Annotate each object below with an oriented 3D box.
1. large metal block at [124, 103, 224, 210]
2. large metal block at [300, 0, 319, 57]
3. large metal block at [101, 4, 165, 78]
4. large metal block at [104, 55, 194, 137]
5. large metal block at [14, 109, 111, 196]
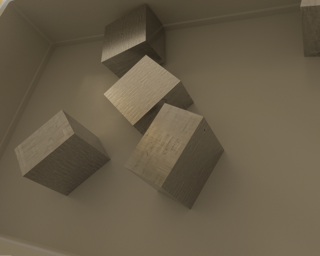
[{"bbox_3d":[0.020,0.032,0.339,0.050,0.080,0.080,23,74,36],"label":"large metal block"},{"bbox_3d":[0.196,-0.139,0.352,0.050,0.080,0.080,8,66,31],"label":"large metal block"},{"bbox_3d":[-0.041,-0.133,0.485,0.080,0.050,0.080,-19,54,26],"label":"large metal block"},{"bbox_3d":[-0.016,-0.040,0.421,0.080,0.050,0.080,-44,51,-2],"label":"large metal block"},{"bbox_3d":[-0.128,0.035,0.414,0.080,0.080,0.050,-40,51,1],"label":"large metal block"}]
